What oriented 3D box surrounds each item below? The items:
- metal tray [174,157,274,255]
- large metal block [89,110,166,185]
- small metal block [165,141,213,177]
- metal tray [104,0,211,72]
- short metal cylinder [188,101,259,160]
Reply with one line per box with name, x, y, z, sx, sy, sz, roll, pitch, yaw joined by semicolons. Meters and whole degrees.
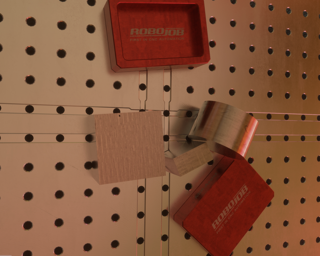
metal tray;0.095;0.112;0.447;0.130;0.030;0.090;-47;105;-14
large metal block;-0.042;0.021;0.385;0.081;0.050;0.079;-5;92;-20
small metal block;0.034;0.039;0.413;0.050;0.050;0.025;-25;99;-19
metal tray;-0.002;-0.125;0.410;0.131;0.030;0.089;-8;93;-20
short metal cylinder;0.084;0.004;0.416;0.080;0.080;0.050;27;81;-18
